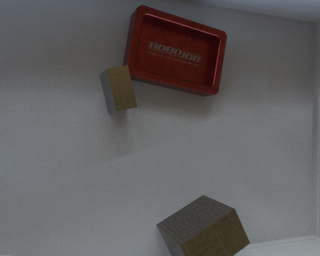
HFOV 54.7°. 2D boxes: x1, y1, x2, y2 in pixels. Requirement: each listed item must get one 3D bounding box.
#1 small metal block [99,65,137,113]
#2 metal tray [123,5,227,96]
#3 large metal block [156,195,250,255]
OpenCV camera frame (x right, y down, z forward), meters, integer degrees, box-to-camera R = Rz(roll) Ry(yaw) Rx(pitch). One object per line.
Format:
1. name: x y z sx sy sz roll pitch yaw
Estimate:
1. small metal block: -0.052 -0.046 0.379 0.025 0.050 0.050 -14 95 -20
2. metal tray: 0.021 -0.099 0.416 0.131 0.030 0.089 10 87 -20
3. large metal block: 0.053 0.137 0.402 0.081 0.080 0.050 -28 100 -18
